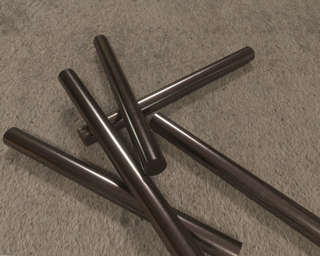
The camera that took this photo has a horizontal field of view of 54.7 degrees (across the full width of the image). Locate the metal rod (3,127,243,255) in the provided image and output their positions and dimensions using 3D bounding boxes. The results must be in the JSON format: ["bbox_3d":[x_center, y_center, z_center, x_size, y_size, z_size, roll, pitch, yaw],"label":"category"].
[{"bbox_3d":[-0.056,0.067,0.346,0.301,0.025,0.025,23,54,18],"label":"metal rod"}]

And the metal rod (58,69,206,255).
[{"bbox_3d":[-0.048,0.026,0.346,0.025,0.025,0.300,-26,55,-20],"label":"metal rod"}]

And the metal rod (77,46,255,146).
[{"bbox_3d":[0.023,-0.055,0.449,0.302,0.025,0.025,-29,56,-23],"label":"metal rod"}]

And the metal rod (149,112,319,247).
[{"bbox_3d":[0.106,0.067,0.348,0.300,0.025,0.025,34,58,25],"label":"metal rod"}]

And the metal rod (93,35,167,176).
[{"bbox_3d":[-0.053,-0.053,0.418,0.025,0.025,0.300,-14,43,-12],"label":"metal rod"}]
